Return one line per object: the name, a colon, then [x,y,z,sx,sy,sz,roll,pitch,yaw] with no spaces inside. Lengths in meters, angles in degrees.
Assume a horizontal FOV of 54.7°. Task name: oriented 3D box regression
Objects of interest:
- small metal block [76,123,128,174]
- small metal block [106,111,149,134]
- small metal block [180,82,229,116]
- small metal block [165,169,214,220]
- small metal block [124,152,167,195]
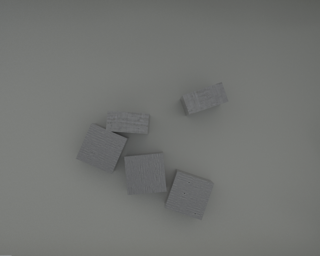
small metal block: [-0.075,0.026,0.411,0.050,0.025,0.050,23,90,0]
small metal block: [-0.039,-0.007,0.398,0.050,0.050,0.025,4,90,0]
small metal block: [0.055,-0.036,0.399,0.050,0.050,0.025,-19,90,0]
small metal block: [0.038,0.087,0.412,0.050,0.025,0.050,19,90,0]
small metal block: [-0.019,0.059,0.411,0.050,0.025,0.050,-5,90,0]
